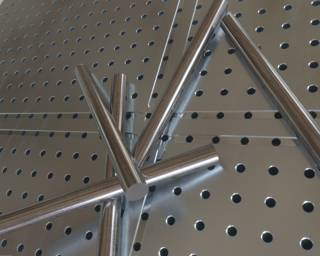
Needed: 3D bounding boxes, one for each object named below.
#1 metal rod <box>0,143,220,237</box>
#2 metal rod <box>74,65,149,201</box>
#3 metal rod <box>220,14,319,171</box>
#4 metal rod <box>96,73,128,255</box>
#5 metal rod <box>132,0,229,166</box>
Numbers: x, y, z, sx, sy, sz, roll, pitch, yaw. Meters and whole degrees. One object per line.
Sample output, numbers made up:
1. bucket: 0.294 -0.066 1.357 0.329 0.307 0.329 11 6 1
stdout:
1. metal rod: -0.078 0.078 0.363 0.301 0.025 0.025 -19 54 3
2. metal rod: -0.080 -0.017 0.427 0.025 0.025 0.300 -38 42 3
3. metal rod: 0.139 -0.041 0.360 0.025 0.025 0.299 -28 52 11
4. metal rod: -0.061 0.050 0.407 0.025 0.025 0.299 -14 56 20
5. metal rod: 0.027 -0.065 0.432 0.025 0.025 0.300 16 70 34
